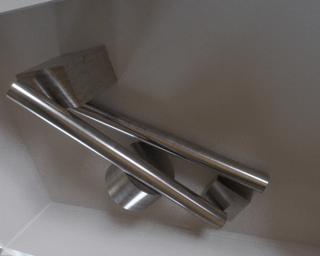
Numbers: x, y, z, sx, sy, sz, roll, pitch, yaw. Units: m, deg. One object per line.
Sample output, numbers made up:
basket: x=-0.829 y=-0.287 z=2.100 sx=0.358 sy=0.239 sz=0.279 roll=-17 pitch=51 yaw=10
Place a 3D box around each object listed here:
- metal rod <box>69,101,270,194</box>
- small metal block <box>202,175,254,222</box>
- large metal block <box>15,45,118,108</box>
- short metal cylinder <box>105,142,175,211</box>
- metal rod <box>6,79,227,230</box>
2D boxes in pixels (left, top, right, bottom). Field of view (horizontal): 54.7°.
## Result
metal rod: x=-0.005 y=0.014 z=0.417 sx=0.301 sy=0.025 sz=0.025 roll=23 pitch=127 yaw=14
small metal block: x=0.088 y=0.091 z=0.416 sx=0.050 sy=0.025 sz=0.050 roll=33 pitch=129 yaw=6
large metal block: x=-0.115 y=-0.063 z=0.392 sx=0.080 sy=0.080 sz=0.050 roll=-4 pitch=117 yaw=29
short metal cylinder: x=-0.027 y=0.066 z=0.424 sx=0.080 sy=0.080 sz=0.050 roll=42 pitch=129 yaw=-2
metal rod: x=-0.042 y=0.038 z=0.376 sx=0.301 sy=0.025 sz=0.025 roll=34 pitch=130 yaw=-11
